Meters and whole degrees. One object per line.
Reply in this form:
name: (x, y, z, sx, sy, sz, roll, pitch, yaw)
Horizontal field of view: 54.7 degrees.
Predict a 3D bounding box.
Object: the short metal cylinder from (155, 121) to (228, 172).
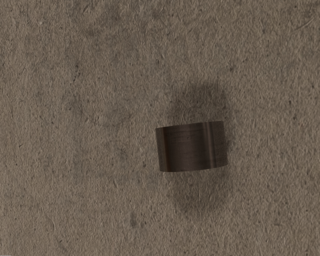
short metal cylinder: (0.037, 0.021, 0.366, 0.080, 0.080, 0.050, -7, 88, 19)
